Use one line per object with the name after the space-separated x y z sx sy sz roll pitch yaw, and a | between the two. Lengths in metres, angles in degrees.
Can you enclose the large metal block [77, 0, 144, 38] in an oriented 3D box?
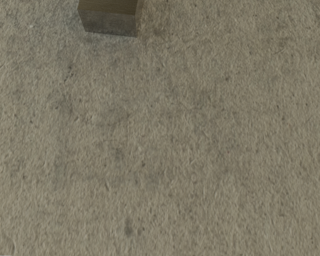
-0.069 -0.188 0.463 0.080 0.050 0.080 7 70 2 | large metal block
